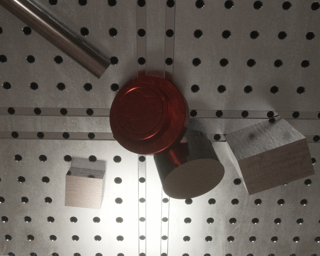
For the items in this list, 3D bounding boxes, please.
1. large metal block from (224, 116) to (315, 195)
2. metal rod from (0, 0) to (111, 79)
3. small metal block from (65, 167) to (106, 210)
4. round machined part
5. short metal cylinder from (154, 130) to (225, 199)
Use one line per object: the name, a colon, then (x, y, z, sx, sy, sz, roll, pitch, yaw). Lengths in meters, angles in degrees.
large metal block: (0.136, 0.032, 0.398, 0.080, 0.080, 0.050, -20, 109, 7)
metal rod: (-0.186, -0.158, 0.352, 0.301, 0.025, 0.025, 37, 106, -13)
small metal block: (-0.107, 0.086, 0.444, 0.050, 0.025, 0.050, 7, 110, -3)
round machined part: (-0.017, -0.017, 0.373, 0.098, 0.042, 0.097, -3, 80, 17)
short metal cylinder: (0.036, 0.048, 0.402, 0.081, 0.050, 0.079, -10, 135, -10)
